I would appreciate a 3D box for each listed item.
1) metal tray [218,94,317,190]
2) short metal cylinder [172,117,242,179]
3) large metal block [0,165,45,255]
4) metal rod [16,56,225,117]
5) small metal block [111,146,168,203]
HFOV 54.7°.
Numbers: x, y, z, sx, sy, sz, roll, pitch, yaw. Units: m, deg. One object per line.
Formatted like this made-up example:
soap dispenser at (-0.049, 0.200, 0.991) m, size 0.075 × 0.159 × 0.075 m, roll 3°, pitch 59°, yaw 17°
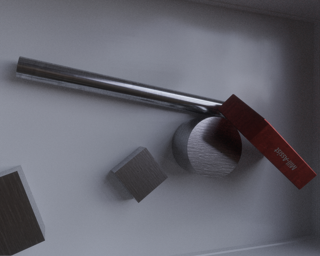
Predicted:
metal tray at (0.142, 0.018, 0.414) m, size 0.030 × 0.090 × 0.130 m, roll -46°, pitch 119°, yaw 10°
short metal cylinder at (0.063, 0.025, 0.422) m, size 0.081 × 0.050 × 0.079 m, roll 0°, pitch 90°, yaw -21°
large metal block at (-0.178, 0.094, 0.332) m, size 0.081 × 0.050 × 0.080 m, roll -21°, pitch 97°, yaw -19°
metal rod at (-0.021, -0.045, 0.403) m, size 0.302 × 0.025 × 0.025 m, roll 10°, pitch 87°, yaw -20°
small metal block at (-0.027, 0.059, 0.402) m, size 0.050 × 0.025 × 0.050 m, roll -39°, pitch 103°, yaw -16°
